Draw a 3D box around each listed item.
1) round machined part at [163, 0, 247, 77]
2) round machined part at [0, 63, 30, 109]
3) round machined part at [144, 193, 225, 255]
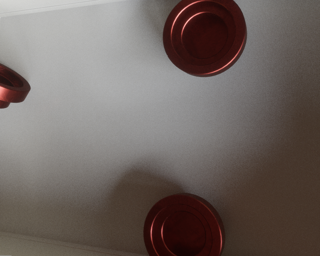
[{"bbox_3d":[0.057,-0.111,0.381,0.098,0.042,0.097,0,90,20],"label":"round machined part"},{"bbox_3d":[-0.250,-0.065,0.460,0.098,0.098,0.042,38,102,16],"label":"round machined part"},{"bbox_3d":[0.033,0.130,0.386,0.098,0.042,0.097,-2,84,22],"label":"round machined part"}]
